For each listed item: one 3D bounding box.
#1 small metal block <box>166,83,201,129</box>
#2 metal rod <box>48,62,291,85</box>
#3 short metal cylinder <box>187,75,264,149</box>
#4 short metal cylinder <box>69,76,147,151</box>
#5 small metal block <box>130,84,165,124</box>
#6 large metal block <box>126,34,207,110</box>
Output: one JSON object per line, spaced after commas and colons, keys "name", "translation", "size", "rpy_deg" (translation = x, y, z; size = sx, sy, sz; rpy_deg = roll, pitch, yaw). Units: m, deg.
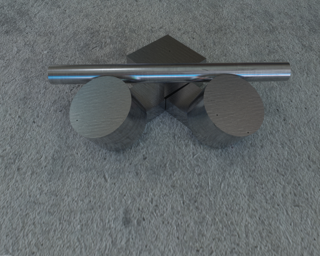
{"name": "small metal block", "translation": [0.044, -0.031, 0.430], "size": [0.050, 0.025, 0.050], "rpy_deg": [-36, 59, -26]}
{"name": "metal rod", "translation": [0.013, -0.070, 0.397], "size": [0.302, 0.025, 0.025], "rpy_deg": [-1, 50, -1]}
{"name": "short metal cylinder", "translation": [0.081, -0.019, 0.387], "size": [0.081, 0.050, 0.080], "rpy_deg": [7, 68, -16]}
{"name": "short metal cylinder", "translation": [-0.063, -0.017, 0.383], "size": [0.080, 0.050, 0.080], "rpy_deg": [-7, 66, 17]}
{"name": "small metal block", "translation": [-0.028, -0.032, 0.431], "size": [0.050, 0.025, 0.050], "rpy_deg": [-35, 59, -27]}
{"name": "large metal block", "translation": [0.009, -0.084, 0.457], "size": [0.080, 0.050, 0.080], "rpy_deg": [-35, 58, -26]}
